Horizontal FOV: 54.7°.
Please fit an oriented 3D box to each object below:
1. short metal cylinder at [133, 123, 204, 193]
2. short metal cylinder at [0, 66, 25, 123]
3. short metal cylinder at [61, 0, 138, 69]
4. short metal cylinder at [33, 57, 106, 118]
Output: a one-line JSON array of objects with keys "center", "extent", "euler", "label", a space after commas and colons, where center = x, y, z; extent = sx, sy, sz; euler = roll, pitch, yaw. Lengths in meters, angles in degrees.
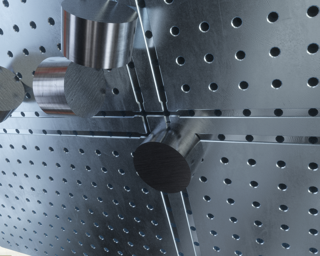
[{"center": [0.012, 0.040, 0.413], "extent": [0.080, 0.050, 0.079], "euler": [13, 124, 21], "label": "short metal cylinder"}, {"center": [-0.262, -0.052, 0.482], "extent": [0.050, 0.080, 0.080], "euler": [-31, 102, 38], "label": "short metal cylinder"}, {"center": [-0.068, -0.107, 0.345], "extent": [0.080, 0.080, 0.050], "euler": [24, 127, 14], "label": "short metal cylinder"}, {"center": [-0.115, -0.053, 0.403], "extent": [0.050, 0.080, 0.079], "euler": [3, 120, 27], "label": "short metal cylinder"}]
